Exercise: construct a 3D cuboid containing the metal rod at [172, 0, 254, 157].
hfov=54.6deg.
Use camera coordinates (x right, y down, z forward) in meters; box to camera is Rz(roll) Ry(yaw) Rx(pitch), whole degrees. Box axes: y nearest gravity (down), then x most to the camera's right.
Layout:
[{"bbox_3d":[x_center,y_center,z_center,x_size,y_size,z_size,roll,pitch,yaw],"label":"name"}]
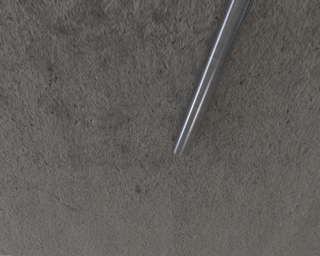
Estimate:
[{"bbox_3d":[0.064,-0.080,0.339,0.025,0.025,0.298,10,129,-9],"label":"metal rod"}]
